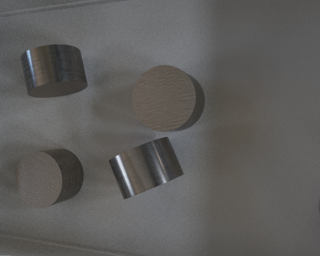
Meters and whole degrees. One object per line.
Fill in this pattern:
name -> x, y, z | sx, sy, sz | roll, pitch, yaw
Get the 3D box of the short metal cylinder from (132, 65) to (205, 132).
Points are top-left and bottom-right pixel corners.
short metal cylinder -> 0.012, -0.035, 0.393 | 0.080, 0.050, 0.080 | 0, 90, 20

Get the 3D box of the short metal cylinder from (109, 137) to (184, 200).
short metal cylinder -> -0.017, 0.050, 0.387 | 0.080, 0.080, 0.050 | -25, 82, 18

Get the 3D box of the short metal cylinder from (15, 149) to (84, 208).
short metal cylinder -> -0.161, 0.072, 0.454 | 0.080, 0.050, 0.080 | 0, 90, 20

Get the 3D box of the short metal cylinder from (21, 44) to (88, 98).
short metal cylinder -> -0.147, -0.077, 0.433 | 0.080, 0.080, 0.050 | -14, 85, 19
